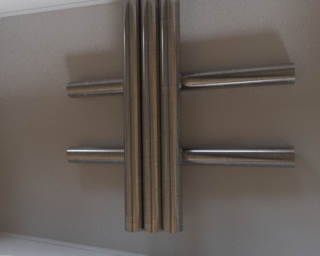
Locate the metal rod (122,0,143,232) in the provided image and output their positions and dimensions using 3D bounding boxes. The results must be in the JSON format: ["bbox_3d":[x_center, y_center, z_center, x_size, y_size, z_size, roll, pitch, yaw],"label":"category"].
[{"bbox_3d":[-0.034,-0.021,0.394,0.025,0.025,0.298,-1,90,20],"label":"metal rod"}]

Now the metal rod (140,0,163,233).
[{"bbox_3d":[-0.010,-0.023,0.385,0.025,0.025,0.298,-1,90,20],"label":"metal rod"}]

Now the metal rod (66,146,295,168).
[{"bbox_3d":[0.012,0.036,0.405,0.301,0.025,0.025,-1,90,19],"label":"metal rod"}]

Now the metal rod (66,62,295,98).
[{"bbox_3d":[0.012,-0.059,0.405,0.301,0.025,0.025,-1,90,19],"label":"metal rod"}]

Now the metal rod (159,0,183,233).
[{"bbox_3d":[0.013,-0.026,0.377,0.025,0.025,0.298,-1,90,20],"label":"metal rod"}]
